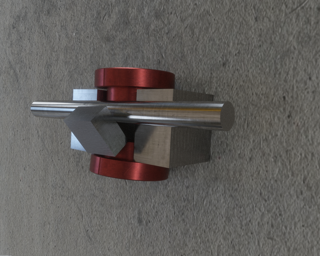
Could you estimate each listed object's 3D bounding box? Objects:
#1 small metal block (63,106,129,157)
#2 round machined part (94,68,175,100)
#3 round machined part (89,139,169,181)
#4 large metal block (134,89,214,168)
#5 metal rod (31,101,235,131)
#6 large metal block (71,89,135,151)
[{"bbox_3d":[-0.071,0.003,0.343,0.050,0.025,0.050,2,132,41],"label":"small metal block"},{"bbox_3d":[-0.031,-0.047,0.385,0.098,0.099,0.042,5,94,40],"label":"round machined part"},{"bbox_3d":[-0.036,0.036,0.388,0.098,0.099,0.042,6,89,40],"label":"round machined part"},{"bbox_3d":[0.018,-0.001,0.356,0.050,0.081,0.079,5,93,40],"label":"large metal block"},{"bbox_3d":[-0.059,-0.019,0.351,0.300,0.025,0.025,5,93,40],"label":"metal rod"},{"bbox_3d":[-0.073,-0.010,0.431,0.050,0.081,0.079,6,94,40],"label":"large metal block"}]
